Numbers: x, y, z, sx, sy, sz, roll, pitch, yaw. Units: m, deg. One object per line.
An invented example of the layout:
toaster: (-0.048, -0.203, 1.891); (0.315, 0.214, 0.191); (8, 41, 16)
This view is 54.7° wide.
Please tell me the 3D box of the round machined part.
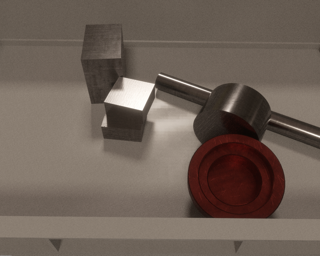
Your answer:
round machined part: (0.079, 0.059, 0.336); (0.099, 0.042, 0.098); (-1, 64, 3)

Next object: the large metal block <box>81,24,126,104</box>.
large metal block: (-0.077, -0.092, 0.446); (0.050, 0.080, 0.080); (-3, 50, -3)

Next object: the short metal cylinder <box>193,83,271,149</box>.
short metal cylinder: (0.088, -0.008, 0.377); (0.080, 0.080, 0.050); (22, 53, 17)

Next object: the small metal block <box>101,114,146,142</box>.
small metal block: (-0.046, -0.011, 0.413); (0.050, 0.025, 0.050); (6, 50, 4)

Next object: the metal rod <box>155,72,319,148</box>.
metal rod: (0.132, -0.017, 0.421); (0.301, 0.025, 0.025); (22, 53, 17)

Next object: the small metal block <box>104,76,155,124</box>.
small metal block: (-0.038, -0.037, 0.403); (0.050, 0.025, 0.050); (13, 51, 10)
